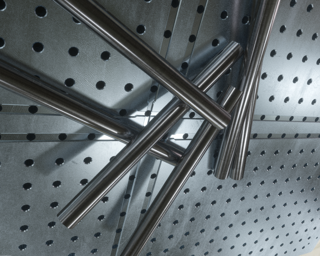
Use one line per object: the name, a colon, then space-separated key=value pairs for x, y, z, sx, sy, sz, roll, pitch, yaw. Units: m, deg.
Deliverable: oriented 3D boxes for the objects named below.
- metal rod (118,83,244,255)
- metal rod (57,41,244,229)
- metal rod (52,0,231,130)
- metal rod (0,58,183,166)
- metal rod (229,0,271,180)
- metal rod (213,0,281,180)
metal rod: x=0.023 y=0.074 z=0.434 sx=0.025 sy=0.025 sz=0.299 roll=22 pitch=105 yaw=-36
metal rod: x=-0.006 y=0.003 z=0.380 sx=0.300 sy=0.025 sz=0.025 roll=-45 pitch=130 yaw=-8
metal rod: x=-0.029 y=-0.083 z=0.314 sx=0.301 sy=0.025 sz=0.025 roll=34 pitch=99 yaw=-30
metal rod: x=-0.061 y=-0.003 z=0.375 sx=0.301 sy=0.025 sz=0.025 roll=29 pitch=103 yaw=-38
metal rod: x=0.128 y=-0.045 z=0.452 sx=0.025 sy=0.025 sz=0.298 roll=-14 pitch=125 yaw=-20
metal rod: x=0.114 y=-0.044 z=0.426 sx=0.025 sy=0.025 sz=0.298 roll=-11 pitch=129 yaw=-23
